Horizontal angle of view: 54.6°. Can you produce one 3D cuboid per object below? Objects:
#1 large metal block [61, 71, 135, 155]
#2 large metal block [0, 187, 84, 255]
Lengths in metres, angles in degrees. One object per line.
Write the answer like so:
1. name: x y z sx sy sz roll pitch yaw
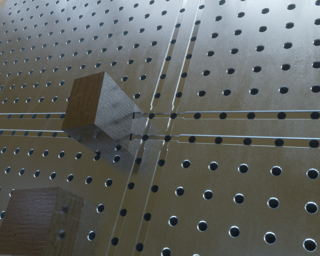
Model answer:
1. large metal block: -0.081 -0.017 0.427 0.050 0.080 0.080 -10 58 23
2. large metal block: -0.153 0.124 0.398 0.080 0.050 0.080 -8 58 24
